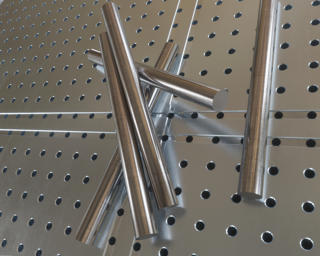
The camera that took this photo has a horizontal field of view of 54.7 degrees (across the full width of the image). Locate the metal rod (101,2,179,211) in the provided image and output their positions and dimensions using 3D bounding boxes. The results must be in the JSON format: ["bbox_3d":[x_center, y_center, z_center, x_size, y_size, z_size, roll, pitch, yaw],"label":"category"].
[{"bbox_3d":[-0.033,-0.043,0.403,0.025,0.025,0.299,-23,68,14],"label":"metal rod"}]

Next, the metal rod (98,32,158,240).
[{"bbox_3d":[-0.048,-0.011,0.403,0.025,0.025,0.299,-23,61,14],"label":"metal rod"}]

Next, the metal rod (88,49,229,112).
[{"bbox_3d":[-0.026,-0.078,0.437,0.025,0.025,0.300,-52,43,-9],"label":"metal rod"}]

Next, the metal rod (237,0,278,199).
[{"bbox_3d":[0.124,-0.062,0.380,0.025,0.025,0.300,0,61,28],"label":"metal rod"}]

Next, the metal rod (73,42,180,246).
[{"bbox_3d":[-0.036,0.007,0.421,0.025,0.025,0.300,10,67,32],"label":"metal rod"}]
